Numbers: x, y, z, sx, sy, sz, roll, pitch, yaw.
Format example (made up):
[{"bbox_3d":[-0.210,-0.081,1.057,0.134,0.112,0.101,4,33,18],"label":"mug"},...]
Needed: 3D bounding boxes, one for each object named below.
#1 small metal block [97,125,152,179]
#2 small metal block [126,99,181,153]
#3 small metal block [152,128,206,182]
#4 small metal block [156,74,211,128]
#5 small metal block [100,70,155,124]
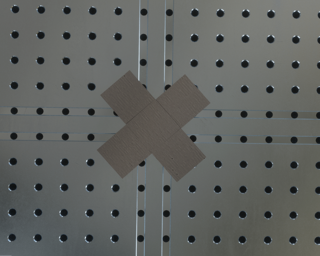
[{"bbox_3d":[-0.046,0.031,0.413,0.050,0.025,0.050,-41,91,0],"label":"small metal block"},{"bbox_3d":[-0.009,-0.002,0.412,0.050,0.025,0.050,-41,91,0],"label":"small metal block"},{"bbox_3d":[0.025,0.035,0.414,0.050,0.025,0.050,-41,91,0],"label":"small metal block"},{"bbox_3d":[0.030,-0.035,0.413,0.050,0.025,0.050,-41,91,0],"label":"small metal block"},{"bbox_3d":[-0.042,-0.040,0.413,0.050,0.025,0.050,-41,91,0],"label":"small metal block"}]
